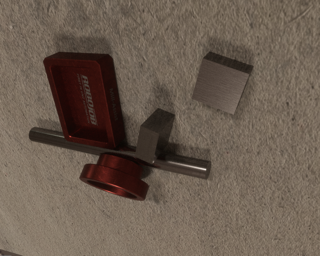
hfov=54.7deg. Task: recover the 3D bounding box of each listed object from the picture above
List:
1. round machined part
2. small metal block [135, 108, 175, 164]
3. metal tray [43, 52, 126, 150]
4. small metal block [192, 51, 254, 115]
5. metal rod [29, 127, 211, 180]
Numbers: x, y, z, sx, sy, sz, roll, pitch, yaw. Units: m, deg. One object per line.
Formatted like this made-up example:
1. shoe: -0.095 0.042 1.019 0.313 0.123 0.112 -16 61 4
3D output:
1. round machined part: -0.062 0.070 0.451 0.098 0.042 0.098 16 160 6
2. small metal block: -0.006 0.010 0.399 0.025 0.050 0.050 23 127 14
3. metal tray: -0.103 -0.037 0.432 0.090 0.030 0.129 8 122 23
4. small metal block: 0.068 -0.049 0.340 0.050 0.025 0.050 23 127 14
5. metal rod: -0.074 0.033 0.464 0.301 0.025 0.025 9 123 22
